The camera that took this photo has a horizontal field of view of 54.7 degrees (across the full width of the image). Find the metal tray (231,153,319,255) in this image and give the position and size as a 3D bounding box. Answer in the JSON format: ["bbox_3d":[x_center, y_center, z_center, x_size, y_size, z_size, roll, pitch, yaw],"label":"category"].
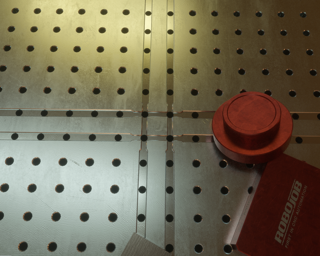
[{"bbox_3d":[0.152,0.103,0.372,0.090,0.030,0.130,24,72,8],"label":"metal tray"}]

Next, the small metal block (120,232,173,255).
[{"bbox_3d":[-0.020,0.155,0.355,0.050,0.025,0.050,28,72,9],"label":"small metal block"}]

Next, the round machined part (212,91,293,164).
[{"bbox_3d":[0.115,-0.008,0.389,0.098,0.042,0.098,-8,52,10],"label":"round machined part"}]
